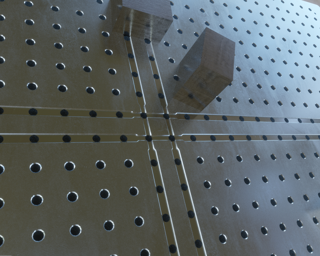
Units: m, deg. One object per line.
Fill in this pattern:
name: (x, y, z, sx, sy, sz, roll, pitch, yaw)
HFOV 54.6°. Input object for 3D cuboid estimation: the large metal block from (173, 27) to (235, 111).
large metal block: (0.065, -0.086, 0.459, 0.050, 0.080, 0.080, 23, 53, -14)

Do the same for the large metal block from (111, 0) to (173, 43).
large metal block: (-0.031, -0.190, 0.491, 0.081, 0.050, 0.080, 8, 58, -24)
